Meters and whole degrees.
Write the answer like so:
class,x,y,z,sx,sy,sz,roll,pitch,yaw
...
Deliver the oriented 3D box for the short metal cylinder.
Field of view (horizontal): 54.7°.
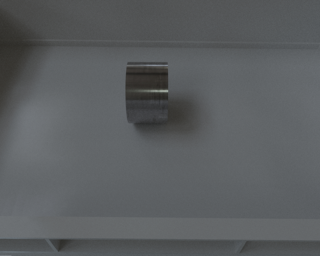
class,x,y,z,sx,sy,sz,roll,pitch,yaw
short metal cylinder,-0.016,-0.046,0.405,0.050,0.080,0.080,0,50,0
